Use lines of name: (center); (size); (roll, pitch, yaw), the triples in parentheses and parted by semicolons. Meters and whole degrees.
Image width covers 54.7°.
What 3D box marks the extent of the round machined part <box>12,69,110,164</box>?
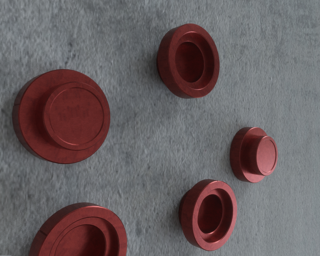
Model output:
round machined part: (-0.093, -0.012, 0.317); (0.099, 0.042, 0.097); (0, 90, -40)

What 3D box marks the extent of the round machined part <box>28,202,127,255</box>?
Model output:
round machined part: (-0.087, 0.126, 0.323); (0.099, 0.042, 0.097); (0, 90, -40)

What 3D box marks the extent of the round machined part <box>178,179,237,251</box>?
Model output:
round machined part: (0.066, 0.123, 0.452); (0.099, 0.042, 0.097); (0, 90, -40)

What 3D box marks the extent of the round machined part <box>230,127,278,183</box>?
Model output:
round machined part: (0.168, 0.047, 0.538); (0.099, 0.042, 0.097); (0, 90, -40)

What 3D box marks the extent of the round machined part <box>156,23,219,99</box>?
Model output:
round machined part: (0.034, -0.089, 0.424); (0.099, 0.042, 0.097); (0, 90, -40)
